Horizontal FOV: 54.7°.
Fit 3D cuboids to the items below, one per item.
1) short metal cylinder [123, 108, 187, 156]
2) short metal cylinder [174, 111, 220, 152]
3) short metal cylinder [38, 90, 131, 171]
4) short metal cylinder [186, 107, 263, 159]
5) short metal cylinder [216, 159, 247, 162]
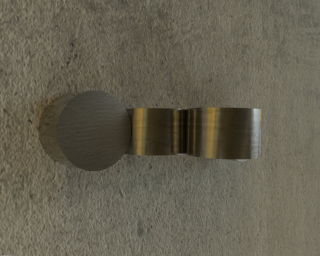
[{"bbox_3d":[-0.006,0.004,0.365,0.081,0.080,0.050,0,90,-40],"label":"short metal cylinder"},{"bbox_3d":[0.055,0.005,0.417,0.081,0.080,0.050,0,89,-40],"label":"short metal cylinder"},{"bbox_3d":[-0.078,0.002,0.324,0.081,0.050,0.080,0,91,-40],"label":"short metal cylinder"},{"bbox_3d":[0.069,0.005,0.338,0.081,0.080,0.050,1,91,-40],"label":"short metal cylinder"},{"bbox_3d":[0.108,0.010,0.479,0.081,0.050,0.080,-1,91,-40],"label":"short metal cylinder"}]
